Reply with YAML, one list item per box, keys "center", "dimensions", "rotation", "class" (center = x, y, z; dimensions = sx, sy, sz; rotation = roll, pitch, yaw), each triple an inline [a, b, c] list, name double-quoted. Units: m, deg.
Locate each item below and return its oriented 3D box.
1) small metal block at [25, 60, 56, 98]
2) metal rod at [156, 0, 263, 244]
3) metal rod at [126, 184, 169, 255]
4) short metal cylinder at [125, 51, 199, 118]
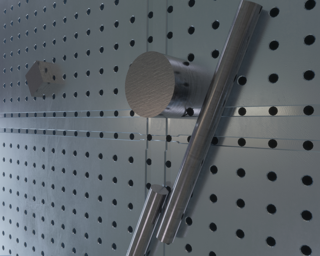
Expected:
- center: [-0.233, -0.094, 0.601]
  dimensions: [0.050, 0.025, 0.050]
  rotation: [-36, 68, 34]
  class: "small metal block"
- center: [0.052, 0.005, 0.366]
  dimensions: [0.025, 0.025, 0.298]
  rotation: [29, 108, 36]
  class: "metal rod"
- center: [-0.048, 0.217, 0.448]
  dimensions: [0.025, 0.025, 0.298]
  rotation: [30, 109, 36]
  class: "metal rod"
- center: [0.002, -0.052, 0.391]
  dimensions: [0.080, 0.050, 0.079]
  rotation: [0, 90, 40]
  class: "short metal cylinder"
